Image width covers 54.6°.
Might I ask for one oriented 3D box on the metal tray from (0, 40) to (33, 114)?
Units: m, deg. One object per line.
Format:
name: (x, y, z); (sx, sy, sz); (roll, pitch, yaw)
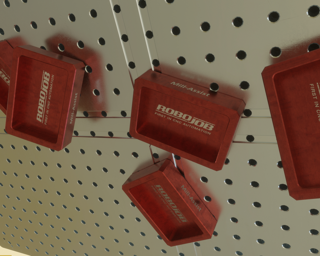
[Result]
metal tray: (-0.230, -0.060, 0.492); (0.090, 0.030, 0.130); (-34, 100, 38)

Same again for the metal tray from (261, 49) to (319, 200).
metal tray: (0.154, -0.006, 0.282); (0.090, 0.030, 0.129); (-16, 78, 34)

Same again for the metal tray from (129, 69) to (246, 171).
metal tray: (0.029, -0.010, 0.387); (0.130, 0.030, 0.089); (21, 127, 15)

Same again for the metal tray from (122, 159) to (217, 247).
metal tray: (0.014, 0.118, 0.473); (0.090, 0.030, 0.130); (-29, 103, 37)

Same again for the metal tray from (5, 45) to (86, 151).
metal tray: (-0.164, -0.041, 0.438); (0.090, 0.030, 0.129); (19, 111, 5)
